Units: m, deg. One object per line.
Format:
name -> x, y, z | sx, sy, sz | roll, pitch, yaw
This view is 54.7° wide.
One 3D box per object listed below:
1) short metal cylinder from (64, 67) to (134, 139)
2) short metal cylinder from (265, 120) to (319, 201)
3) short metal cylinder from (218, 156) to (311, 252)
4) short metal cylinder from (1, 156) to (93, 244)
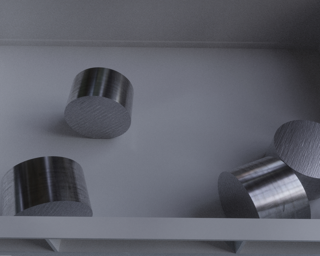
short metal cylinder -> -0.075, -0.030, 0.394 | 0.081, 0.080, 0.050 | 1, 50, 0
short metal cylinder -> 0.167, 0.037, 0.360 | 0.081, 0.050, 0.080 | 0, 50, 0
short metal cylinder -> 0.100, 0.074, 0.309 | 0.050, 0.080, 0.080 | -17, 52, -14
short metal cylinder -> -0.112, 0.072, 0.307 | 0.081, 0.080, 0.050 | -15, 52, -13
